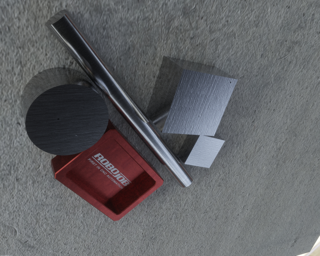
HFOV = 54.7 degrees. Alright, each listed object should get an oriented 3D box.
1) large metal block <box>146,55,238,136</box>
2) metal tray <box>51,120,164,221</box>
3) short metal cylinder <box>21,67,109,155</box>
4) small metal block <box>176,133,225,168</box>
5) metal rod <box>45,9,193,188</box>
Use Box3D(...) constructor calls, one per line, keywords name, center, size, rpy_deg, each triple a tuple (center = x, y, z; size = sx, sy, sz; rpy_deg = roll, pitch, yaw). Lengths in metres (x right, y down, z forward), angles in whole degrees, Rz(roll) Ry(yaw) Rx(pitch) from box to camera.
Box3D(name="large metal block", center=(0.038, -0.039, 0.390), size=(0.081, 0.050, 0.079), rpy_deg=(4, 116, -31))
Box3D(name="metal tray", center=(-0.064, 0.059, 0.408), size=(0.090, 0.030, 0.130), rpy_deg=(-39, 130, -2))
Box3D(name="short metal cylinder", center=(-0.101, -0.018, 0.327), size=(0.081, 0.050, 0.079), rpy_deg=(-14, 125, -21))
Box3D(name="small metal block", center=(0.061, 0.029, 0.462), size=(0.050, 0.025, 0.050), rpy_deg=(14, 111, -34))
Box3D(name="metal rod", center=(-0.029, -0.011, 0.386), size=(0.025, 0.025, 0.300), rpy_deg=(-39, 130, -3))
